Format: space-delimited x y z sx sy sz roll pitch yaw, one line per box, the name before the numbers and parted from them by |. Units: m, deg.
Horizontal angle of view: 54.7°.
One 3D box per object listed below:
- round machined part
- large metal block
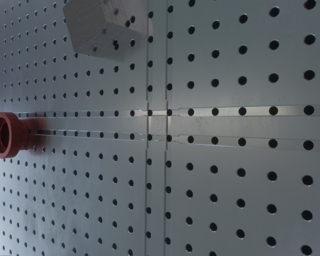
round machined part | -0.318 0.015 0.661 0.098 0.042 0.097 0 90 40
large metal block | -0.097 -0.167 0.474 0.080 0.050 0.080 -29 72 36
